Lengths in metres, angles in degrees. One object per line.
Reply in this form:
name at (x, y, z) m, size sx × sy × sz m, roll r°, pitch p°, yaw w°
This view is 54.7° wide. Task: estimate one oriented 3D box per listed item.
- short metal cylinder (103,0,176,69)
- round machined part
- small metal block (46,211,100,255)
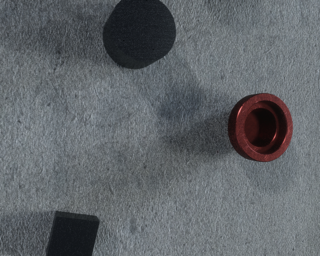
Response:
short metal cylinder at (-0.027, -0.117, 0.386) m, size 0.081 × 0.050 × 0.079 m, roll 0°, pitch 90°, yaw -21°
round machined part at (0.141, -0.001, 0.454) m, size 0.099 × 0.042 × 0.097 m, roll 0°, pitch 90°, yaw -21°
small metal block at (-0.105, 0.130, 0.371) m, size 0.050 × 0.025 × 0.050 m, roll 14°, pitch 85°, yaw -20°
